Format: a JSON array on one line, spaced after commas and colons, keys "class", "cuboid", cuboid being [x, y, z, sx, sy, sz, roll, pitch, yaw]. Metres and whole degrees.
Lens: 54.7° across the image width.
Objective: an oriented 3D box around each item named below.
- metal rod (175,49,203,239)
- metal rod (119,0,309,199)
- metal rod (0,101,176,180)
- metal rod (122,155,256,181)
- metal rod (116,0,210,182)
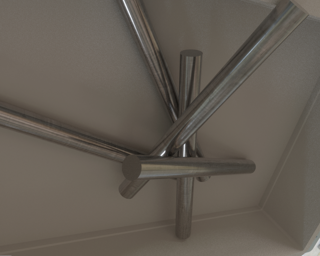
[{"class": "metal rod", "cuboid": [0.036, 0.043, 0.421, 0.025, 0.025, 0.298, -14, 125, -21]}, {"class": "metal rod", "cuboid": [0.033, -0.007, 0.337, 0.025, 0.025, 0.298, 12, 134, -34]}, {"class": "metal rod", "cuboid": [-0.080, 0.021, 0.377, 0.302, 0.025, 0.025, 23, 106, -37]}, {"class": "metal rod", "cuboid": [0.063, 0.052, 0.415, 0.302, 0.025, 0.025, 9, 115, -53]}, {"class": "metal rod", "cuboid": [0.018, -0.030, 0.399, 0.025, 0.025, 0.299, -32, 129, -8]}]
